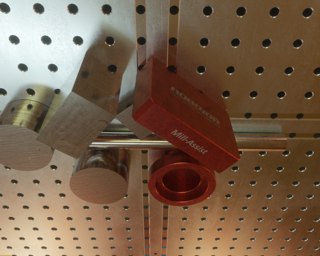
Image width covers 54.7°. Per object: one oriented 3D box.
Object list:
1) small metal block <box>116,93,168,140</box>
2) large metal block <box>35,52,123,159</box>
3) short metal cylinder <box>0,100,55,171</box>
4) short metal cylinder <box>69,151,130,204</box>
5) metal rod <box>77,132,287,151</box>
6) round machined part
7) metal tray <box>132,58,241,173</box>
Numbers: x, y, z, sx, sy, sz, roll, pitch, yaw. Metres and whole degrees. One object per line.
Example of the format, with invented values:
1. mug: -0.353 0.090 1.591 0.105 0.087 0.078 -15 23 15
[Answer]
1. small metal block: -0.021 -0.019 0.395 0.050 0.025 0.050 -32 124 24
2. large metal block: -0.089 -0.025 0.353 0.050 0.080 0.080 31 123 -24
3. short metal cylinder: -0.174 0.010 0.402 0.081 0.050 0.079 0 130 0
4. short metal cylinder: -0.085 0.066 0.450 0.081 0.050 0.079 0 130 0
5. metal rod: 0.020 0.018 0.427 0.302 0.025 0.025 1 130 -1
6. round machined part: 0.032 0.070 0.460 0.099 0.042 0.097 0 130 0
7. metal tray: 0.031 -0.014 0.356 0.130 0.090 0.030 33 123 -25
